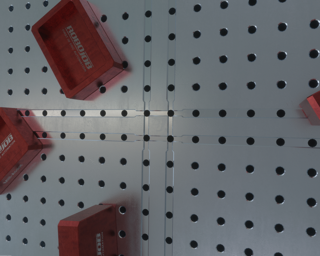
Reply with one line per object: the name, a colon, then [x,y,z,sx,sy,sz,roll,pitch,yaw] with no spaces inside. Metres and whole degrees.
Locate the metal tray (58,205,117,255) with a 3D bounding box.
metal tray: [-0.091,0.176,0.410,0.030,0.090,0.129,-4,89,20]

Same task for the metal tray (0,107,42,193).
metal tray: [-0.263,0.040,0.503,0.130,0.030,0.090,-44,77,14]

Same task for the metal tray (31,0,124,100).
metal tray: [-0.122,-0.118,0.453,0.090,0.030,0.130,-33,79,17]

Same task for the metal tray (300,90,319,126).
metal tray: [0.210,-0.046,0.303,0.130,0.090,0.030,-30,80,17]
